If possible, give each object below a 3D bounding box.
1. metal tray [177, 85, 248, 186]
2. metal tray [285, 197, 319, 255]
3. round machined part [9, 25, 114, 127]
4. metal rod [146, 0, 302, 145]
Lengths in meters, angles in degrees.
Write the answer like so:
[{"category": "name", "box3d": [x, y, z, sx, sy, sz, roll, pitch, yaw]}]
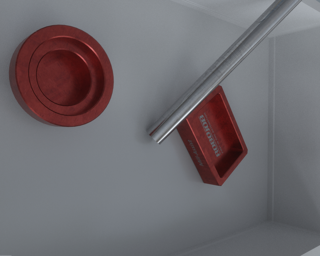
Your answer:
[{"category": "metal tray", "box3d": [0.080, 0.011, 0.473, 0.090, 0.030, 0.130, -42, 116, -32]}, {"category": "metal tray", "box3d": [0.327, 0.231, 0.685, 0.130, 0.030, 0.090, -51, 120, -28]}, {"category": "round machined part", "box3d": [-0.100, -0.050, 0.313, 0.099, 0.042, 0.097, 0, 90, -40]}, {"category": "metal rod", "box3d": [0.096, -0.094, 0.404, 0.300, 0.025, 0.025, -45, 122, 0]}]
